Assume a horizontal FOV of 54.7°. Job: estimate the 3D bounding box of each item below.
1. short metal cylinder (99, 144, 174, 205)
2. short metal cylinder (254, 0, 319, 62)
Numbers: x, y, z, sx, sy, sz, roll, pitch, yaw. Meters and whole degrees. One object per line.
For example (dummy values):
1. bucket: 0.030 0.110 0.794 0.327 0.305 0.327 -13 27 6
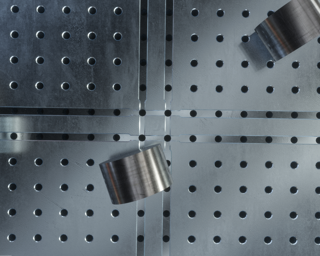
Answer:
1. short metal cylinder: -0.029 0.056 0.386 0.080 0.080 0.050 -18 90 0
2. short metal cylinder: 0.167 -0.127 0.388 0.080 0.080 0.050 -33 90 0
